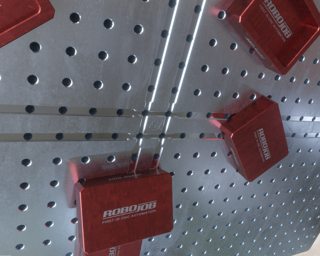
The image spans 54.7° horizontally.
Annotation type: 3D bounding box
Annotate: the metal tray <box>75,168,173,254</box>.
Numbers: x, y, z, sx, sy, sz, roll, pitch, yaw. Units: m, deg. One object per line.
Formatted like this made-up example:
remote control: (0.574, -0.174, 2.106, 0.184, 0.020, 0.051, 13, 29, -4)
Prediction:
metal tray: (-0.046, 0.112, 0.432, 0.131, 0.030, 0.089, -6, 99, -26)

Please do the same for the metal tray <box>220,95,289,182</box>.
metal tray: (0.160, 0.021, 0.511, 0.090, 0.030, 0.130, -35, 129, -5)

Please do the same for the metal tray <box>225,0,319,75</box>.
metal tray: (0.156, -0.141, 0.407, 0.130, 0.030, 0.090, 32, 100, -39)

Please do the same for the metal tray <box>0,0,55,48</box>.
metal tray: (-0.158, -0.128, 0.242, 0.090, 0.030, 0.130, -33, 129, -7)

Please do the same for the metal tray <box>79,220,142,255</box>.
metal tray: (-0.075, 0.178, 0.479, 0.091, 0.030, 0.129, -5, 121, -27)
